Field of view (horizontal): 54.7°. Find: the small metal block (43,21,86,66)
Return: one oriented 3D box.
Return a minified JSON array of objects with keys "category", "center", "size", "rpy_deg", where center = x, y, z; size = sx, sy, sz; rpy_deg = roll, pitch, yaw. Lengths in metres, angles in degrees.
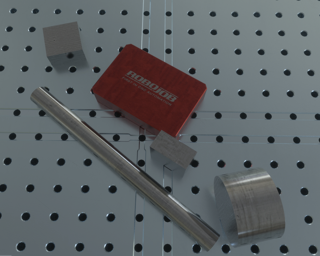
[{"category":"small metal block","center":[-0.140,-0.124,0.455],"size":[0.050,0.025,0.050],"rpy_deg":[-13,71,-5]}]

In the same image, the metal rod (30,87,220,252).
[{"category":"metal rod","center":[-0.053,0.044,0.394],"size":[0.300,0.025,0.025],"rpy_deg":[38,74,12]}]

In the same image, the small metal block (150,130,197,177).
[{"category":"small metal block","center":[0.016,0.033,0.387],"size":[0.050,0.050,0.025],"rpy_deg":[32,73,10]}]

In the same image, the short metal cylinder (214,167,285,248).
[{"category":"short metal cylinder","center":[0.098,0.089,0.351],"size":[0.050,0.080,0.080],"rpy_deg":[-11,71,-4]}]

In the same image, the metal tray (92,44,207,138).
[{"category":"metal tray","center":[-0.014,-0.049,0.427],"size":[0.130,0.030,0.090],"rpy_deg":[31,73,10]}]
